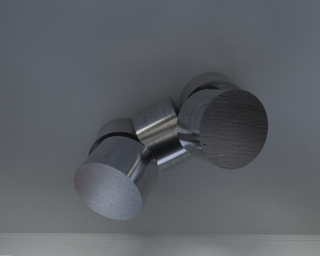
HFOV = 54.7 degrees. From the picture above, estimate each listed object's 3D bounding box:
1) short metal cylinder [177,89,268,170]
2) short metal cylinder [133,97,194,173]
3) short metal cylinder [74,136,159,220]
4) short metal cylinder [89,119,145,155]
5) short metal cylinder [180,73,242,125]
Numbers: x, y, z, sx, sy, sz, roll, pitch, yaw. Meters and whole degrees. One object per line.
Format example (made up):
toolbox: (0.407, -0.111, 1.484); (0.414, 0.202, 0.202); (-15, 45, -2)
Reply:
short metal cylinder: (0.065, -0.001, 0.327); (0.081, 0.050, 0.079); (-3, 98, -22)
short metal cylinder: (0.009, 0.008, 0.383); (0.050, 0.080, 0.080); (-28, 108, 9)
short metal cylinder: (-0.048, 0.056, 0.348); (0.080, 0.050, 0.079); (11, 125, 16)
short metal cylinder: (-0.049, 0.033, 0.408); (0.081, 0.050, 0.079); (0, 110, -1)
short metal cylinder: (0.067, -0.025, 0.388); (0.081, 0.050, 0.079); (0, 110, -1)
